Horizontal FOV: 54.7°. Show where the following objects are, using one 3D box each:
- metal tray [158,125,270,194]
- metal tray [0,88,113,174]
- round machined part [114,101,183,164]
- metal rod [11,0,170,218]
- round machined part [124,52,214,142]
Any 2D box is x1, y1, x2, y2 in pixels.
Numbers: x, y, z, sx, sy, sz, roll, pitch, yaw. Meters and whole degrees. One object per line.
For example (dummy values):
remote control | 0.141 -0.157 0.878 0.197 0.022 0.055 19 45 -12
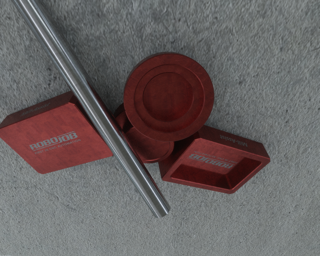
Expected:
metal tray | 0.075 0.047 0.432 0.131 0.030 0.089 16 129 -27
metal tray | -0.130 0.009 0.398 0.130 0.030 0.090 -16 126 24
round machined part | -0.016 0.009 0.405 0.099 0.042 0.097 0 130 0
metal rod | -0.065 -0.009 0.357 0.025 0.025 0.299 -22 114 17
round machined part | 0.008 -0.037 0.352 0.099 0.042 0.097 -2 109 -6
